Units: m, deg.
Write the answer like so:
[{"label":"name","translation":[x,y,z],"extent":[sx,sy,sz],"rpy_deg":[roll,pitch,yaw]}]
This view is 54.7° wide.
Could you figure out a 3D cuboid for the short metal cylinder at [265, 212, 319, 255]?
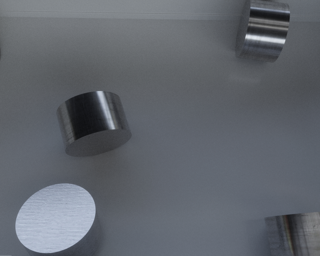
[{"label":"short metal cylinder","translation":[0.160,0.121,0.338],"extent":[0.081,0.080,0.050],"rpy_deg":[-4,70,-2]}]

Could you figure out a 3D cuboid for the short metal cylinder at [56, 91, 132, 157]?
[{"label":"short metal cylinder","translation":[-0.081,-0.003,0.381],"extent":[0.081,0.080,0.050],"rpy_deg":[-17,71,-7]}]

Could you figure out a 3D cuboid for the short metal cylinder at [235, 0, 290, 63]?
[{"label":"short metal cylinder","translation":[0.140,-0.135,0.431],"extent":[0.050,0.080,0.080],"rpy_deg":[9,70,3]}]

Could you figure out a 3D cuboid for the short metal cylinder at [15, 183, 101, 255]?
[{"label":"short metal cylinder","translation":[-0.108,0.108,0.340],"extent":[0.081,0.050,0.080],"rpy_deg":[1,44,0]}]
